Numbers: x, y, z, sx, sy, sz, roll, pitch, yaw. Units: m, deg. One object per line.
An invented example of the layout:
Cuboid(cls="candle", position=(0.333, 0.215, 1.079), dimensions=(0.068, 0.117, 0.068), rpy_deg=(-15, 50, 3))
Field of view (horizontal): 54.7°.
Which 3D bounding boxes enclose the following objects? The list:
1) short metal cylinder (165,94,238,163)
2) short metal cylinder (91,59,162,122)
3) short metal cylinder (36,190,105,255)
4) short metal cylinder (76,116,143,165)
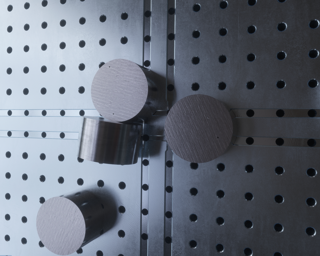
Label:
Cuboid(cls="short metal cylinder", position=(0.052, 0.001, 0.381), dimensions=(0.080, 0.050, 0.079), rpy_deg=(0, 90, 20))
Cuboid(cls="short metal cylinder", position=(-0.044, -0.048, 0.415), dimensions=(0.080, 0.050, 0.079), rpy_deg=(0, 90, 20))
Cuboid(cls="short metal cylinder", position=(-0.127, 0.133, 0.444), dimensions=(0.080, 0.050, 0.079), rpy_deg=(0, 90, 20))
Cuboid(cls="short metal cylinder", position=(-0.066, 0.015, 0.407), dimensions=(0.080, 0.080, 0.050), rpy_deg=(10, 94, 19))
